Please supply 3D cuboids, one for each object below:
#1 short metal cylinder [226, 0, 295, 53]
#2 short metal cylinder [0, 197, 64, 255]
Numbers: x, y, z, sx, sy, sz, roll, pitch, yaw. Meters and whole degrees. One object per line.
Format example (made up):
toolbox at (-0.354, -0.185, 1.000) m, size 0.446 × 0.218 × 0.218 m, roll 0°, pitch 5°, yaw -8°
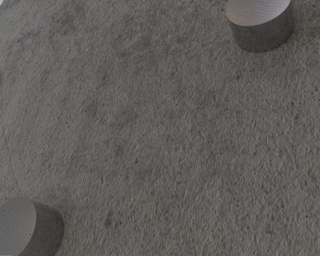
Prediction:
short metal cylinder at (0.133, -0.147, 0.408) m, size 0.080 × 0.050 × 0.080 m, roll -13°, pitch 56°, yaw 21°
short metal cylinder at (-0.172, 0.134, 0.396) m, size 0.080 × 0.050 × 0.080 m, roll -13°, pitch 56°, yaw 21°
